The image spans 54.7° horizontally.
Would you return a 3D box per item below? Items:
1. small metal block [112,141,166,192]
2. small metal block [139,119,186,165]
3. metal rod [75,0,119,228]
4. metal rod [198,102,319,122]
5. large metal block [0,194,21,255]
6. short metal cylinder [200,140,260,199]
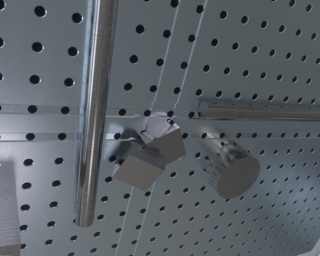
[{"bbox_3d":[-0.027,0.051,0.407,0.050,0.025,0.050,27,126,-16],"label":"small metal block"},{"bbox_3d":[0.004,0.023,0.428,0.050,0.025,0.050,-26,128,-13],"label":"small metal block"},{"bbox_3d":[-0.079,-0.001,0.367,0.025,0.025,0.298,-3,120,-27],"label":"metal rod"},{"bbox_3d":[0.193,-0.023,0.501,0.303,0.025,0.025,0,119,-29],"label":"metal rod"},{"bbox_3d":[-0.201,0.121,0.340,0.081,0.080,0.050,2,118,-29],"label":"large metal block"},{"bbox_3d":[0.112,0.066,0.496,0.081,0.050,0.079,-14,124,-21],"label":"short metal cylinder"}]
